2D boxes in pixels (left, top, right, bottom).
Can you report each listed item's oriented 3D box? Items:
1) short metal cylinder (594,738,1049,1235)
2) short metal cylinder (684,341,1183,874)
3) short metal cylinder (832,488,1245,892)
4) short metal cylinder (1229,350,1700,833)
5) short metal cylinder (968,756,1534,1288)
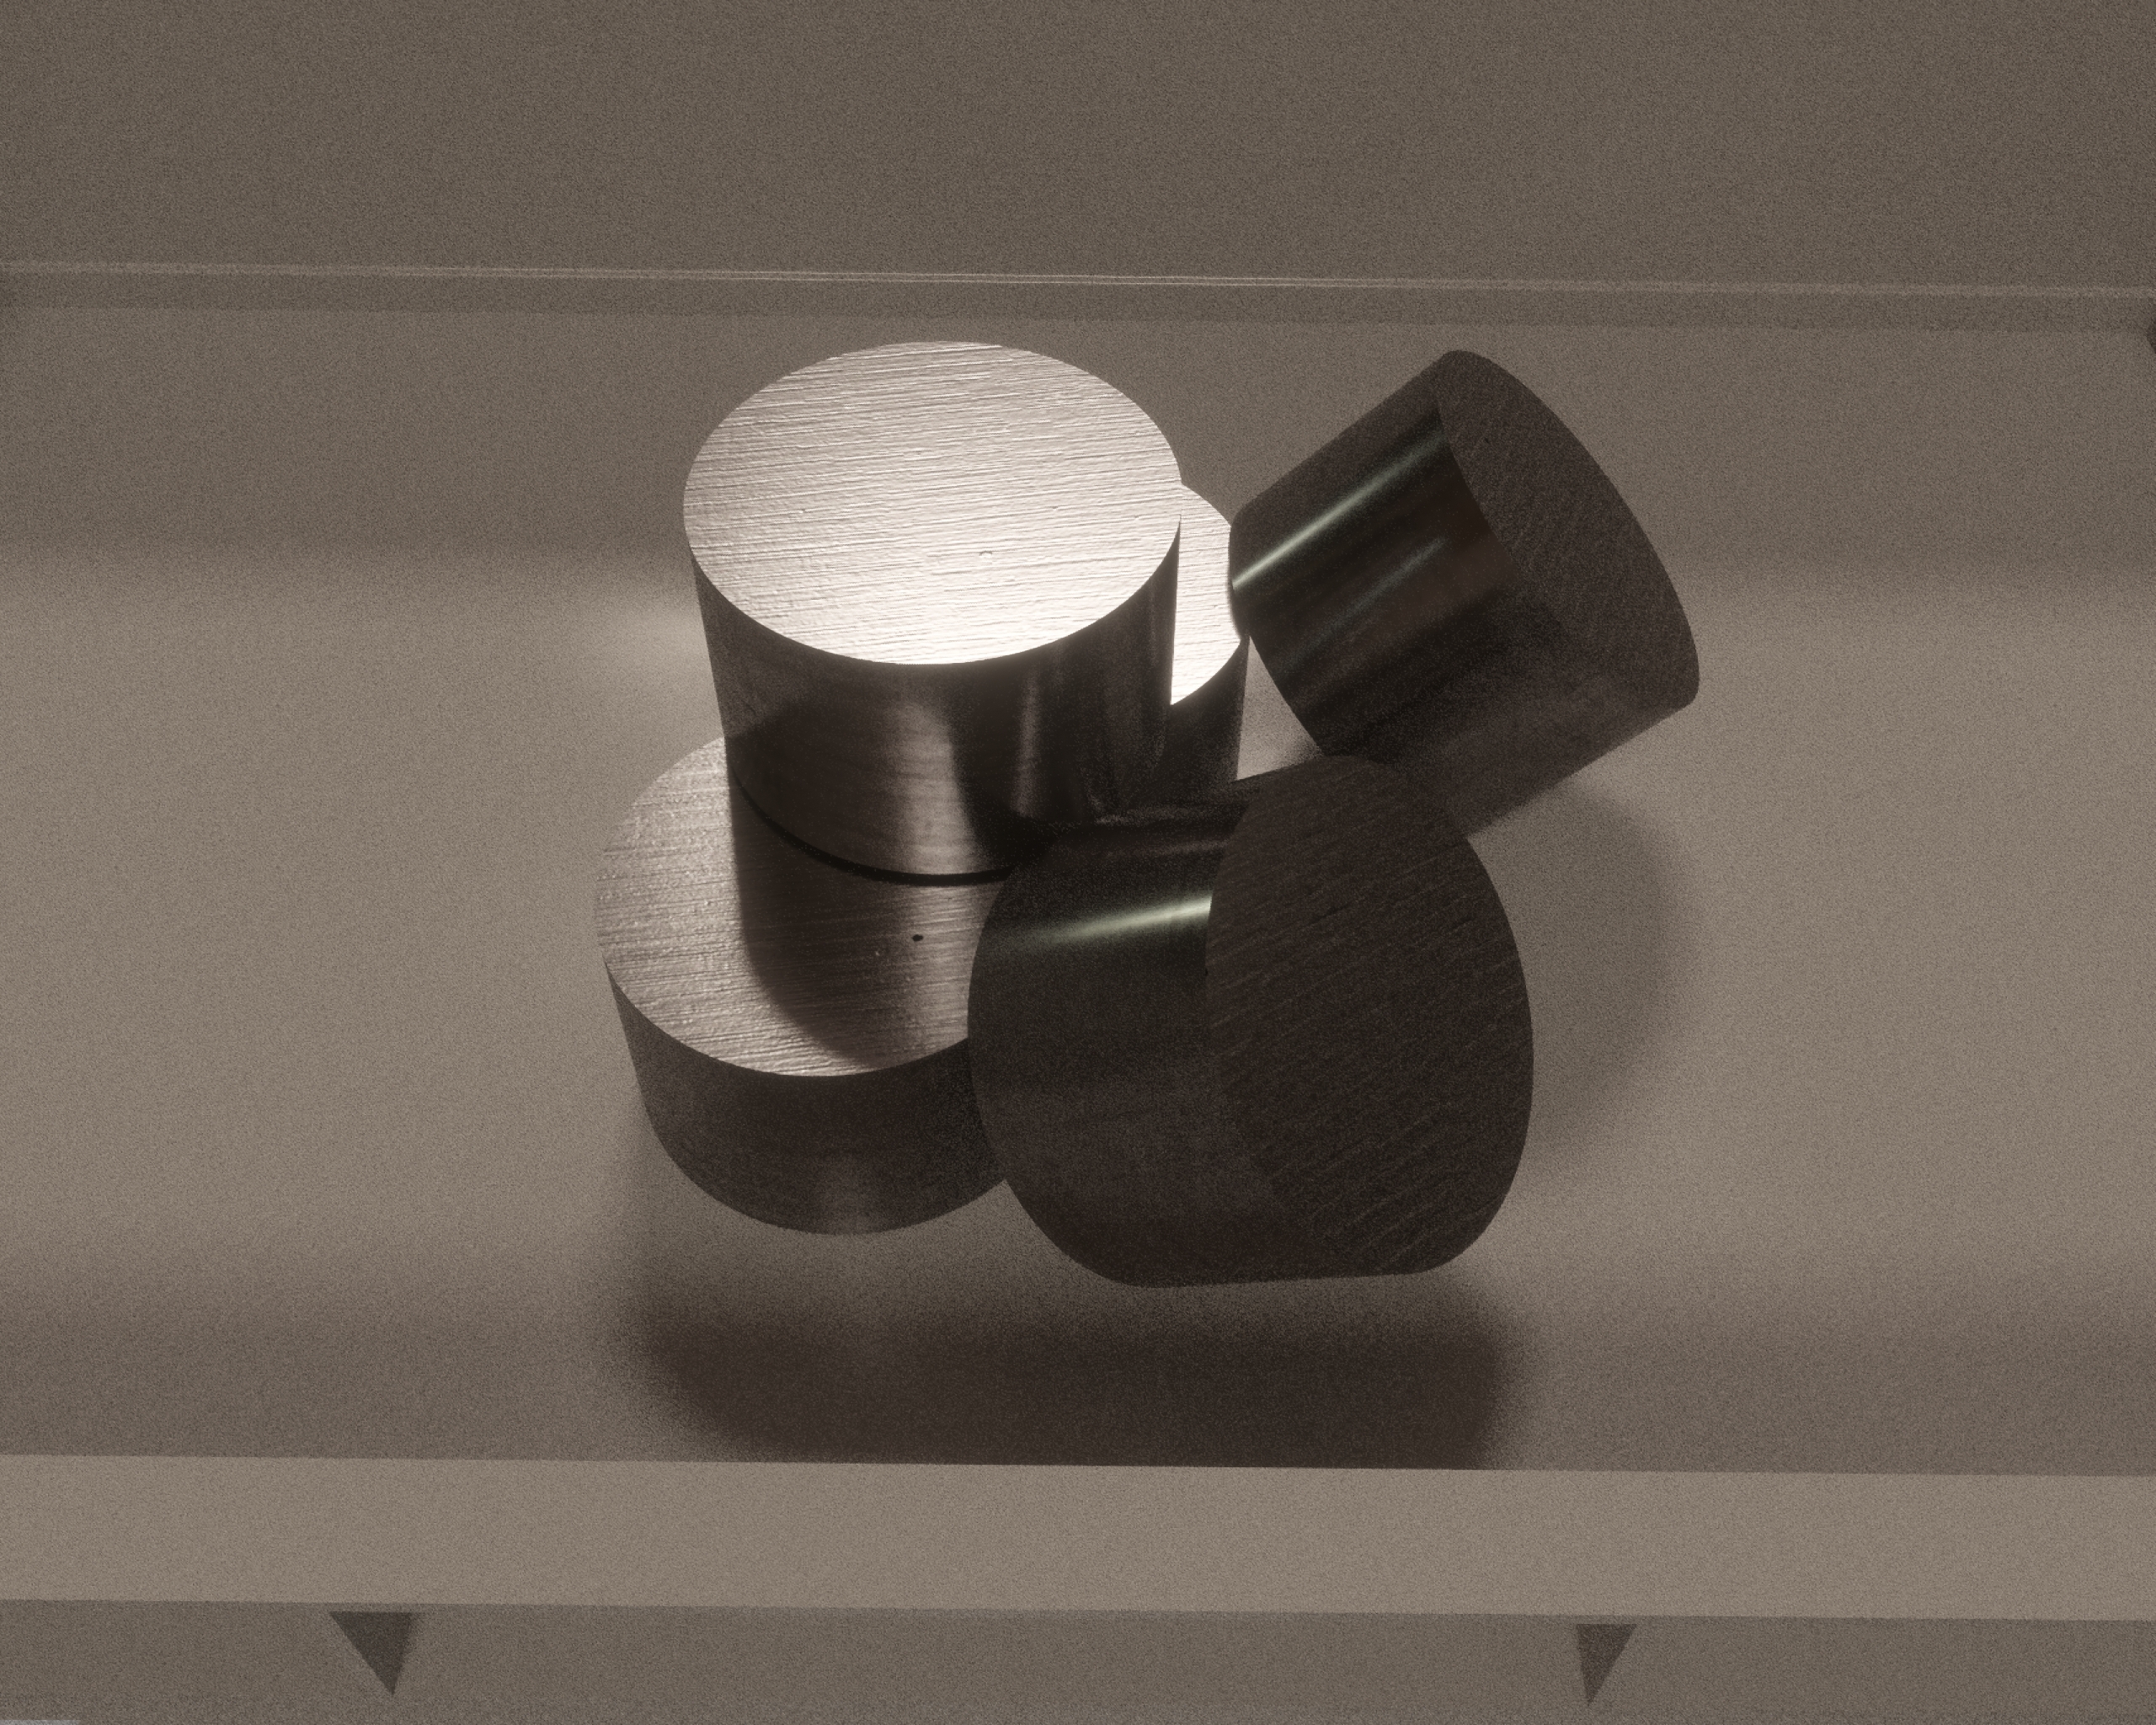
[{"bbox_3d":[-0.041,0.019,0.371,0.081,0.050,0.080,0,50,0],"label":"short metal cylinder"},{"bbox_3d":[-0.023,-0.044,0.357,0.081,0.050,0.080,0,50,0],"label":"short metal cylinder"},{"bbox_3d":[-0.007,-0.038,0.418,0.081,0.050,0.080,0,50,0],"label":"short metal cylinder"},{"bbox_3d":[0.075,-0.051,0.404,0.080,0.050,0.080,33,38,-31],"label":"short metal cylinder"},{"bbox_3d":[0.029,0.027,0.336,0.050,0.080,0.080,-15,35,44],"label":"short metal cylinder"}]
